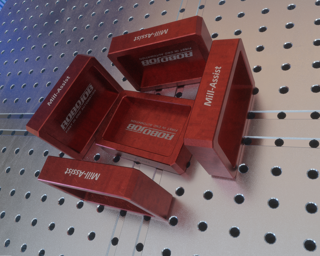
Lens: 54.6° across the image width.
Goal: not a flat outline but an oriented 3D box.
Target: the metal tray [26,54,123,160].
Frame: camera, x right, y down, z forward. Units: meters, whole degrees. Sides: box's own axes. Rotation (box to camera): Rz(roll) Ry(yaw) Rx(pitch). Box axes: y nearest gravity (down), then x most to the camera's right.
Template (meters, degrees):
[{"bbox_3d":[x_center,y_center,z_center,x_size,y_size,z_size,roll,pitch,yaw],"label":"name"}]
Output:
[{"bbox_3d":[-0.115,-0.028,0.446,0.030,0.090,0.130,20,72,36],"label":"metal tray"}]

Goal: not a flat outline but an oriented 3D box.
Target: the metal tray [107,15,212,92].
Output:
[{"bbox_3d":[0.007,-0.094,0.421,0.130,0.090,0.030,-6,59,25],"label":"metal tray"}]

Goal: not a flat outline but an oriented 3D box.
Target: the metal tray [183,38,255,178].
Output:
[{"bbox_3d":[0.071,-0.021,0.342,0.030,0.090,0.130,5,64,30],"label":"metal tray"}]

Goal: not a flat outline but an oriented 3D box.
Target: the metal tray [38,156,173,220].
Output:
[{"bbox_3d":[-0.062,0.069,0.358,0.130,0.090,0.030,4,64,30],"label":"metal tray"}]

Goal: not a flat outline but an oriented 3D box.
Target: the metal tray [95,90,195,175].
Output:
[{"bbox_3d":[-0.014,0.001,0.412,0.130,0.030,0.090,12,68,33],"label":"metal tray"}]
